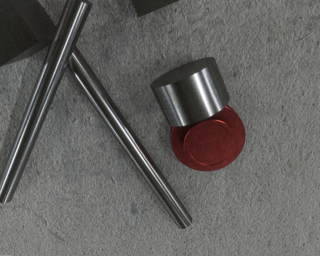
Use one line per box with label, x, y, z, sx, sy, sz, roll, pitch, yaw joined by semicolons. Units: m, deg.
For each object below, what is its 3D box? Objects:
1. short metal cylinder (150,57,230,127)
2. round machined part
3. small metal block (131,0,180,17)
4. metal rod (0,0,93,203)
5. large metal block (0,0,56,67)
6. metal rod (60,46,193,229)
short metal cylinder;0.035;-0.044;0.365;0.080;0.080;0.050;-23;109;8
round machined part;0.063;0.014;0.407;0.099;0.042;0.097;0;110;-1
small metal block;-0.010;-0.160;0.351;0.050;0.025;0.050;-20;109;7
metal rod;-0.153;-0.018;0.383;0.025;0.025;0.298;27;114;-10
large metal block;-0.161;-0.119;0.334;0.050;0.080;0.080;-29;108;10
metal rod;-0.039;0.021;0.417;0.025;0.025;0.299;-29;108;10
